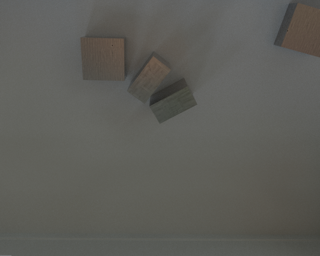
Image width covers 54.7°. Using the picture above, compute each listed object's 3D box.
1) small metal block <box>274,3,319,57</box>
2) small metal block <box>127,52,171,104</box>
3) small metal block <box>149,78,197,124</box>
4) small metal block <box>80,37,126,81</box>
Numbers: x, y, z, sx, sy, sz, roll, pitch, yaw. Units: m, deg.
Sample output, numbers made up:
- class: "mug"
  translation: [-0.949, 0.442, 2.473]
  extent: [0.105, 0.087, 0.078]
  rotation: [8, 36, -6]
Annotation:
- class: "small metal block"
  translation: [0.173, -0.117, 0.371]
  extent: [0.050, 0.025, 0.050]
  rotation: [14, 109, -6]
- class: "small metal block"
  translation: [-0.013, -0.062, 0.375]
  extent: [0.025, 0.050, 0.050]
  rotation: [36, 106, -12]
- class: "small metal block"
  translation: [0.016, -0.035, 0.385]
  extent: [0.050, 0.050, 0.025]
  rotation: [-27, 108, 9]
- class: "small metal block"
  translation: [-0.068, -0.085, 0.379]
  extent: [0.050, 0.025, 0.050]
  rotation: [1, 110, -1]
